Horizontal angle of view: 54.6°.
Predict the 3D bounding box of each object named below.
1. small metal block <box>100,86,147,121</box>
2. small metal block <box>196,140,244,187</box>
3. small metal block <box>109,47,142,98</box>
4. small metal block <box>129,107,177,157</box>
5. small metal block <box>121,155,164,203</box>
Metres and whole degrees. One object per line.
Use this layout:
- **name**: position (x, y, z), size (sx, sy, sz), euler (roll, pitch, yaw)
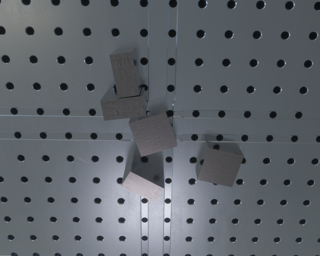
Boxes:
- **small metal block**: position (-0.043, -0.032, 0.388), size (0.050, 0.050, 0.025), euler (-6, 110, 2)
- **small metal block**: position (0.082, 0.050, 0.432), size (0.050, 0.025, 0.050), euler (13, 110, -5)
- **small metal block**: position (-0.040, -0.068, 0.375), size (0.025, 0.050, 0.050), euler (-8, 110, 3)
- **small metal block**: position (-0.009, 0.005, 0.415), size (0.050, 0.025, 0.050), euler (-17, 109, 6)
- **small metal block**: position (-0.022, 0.068, 0.425), size (0.050, 0.050, 0.025), euler (29, 108, -10)
